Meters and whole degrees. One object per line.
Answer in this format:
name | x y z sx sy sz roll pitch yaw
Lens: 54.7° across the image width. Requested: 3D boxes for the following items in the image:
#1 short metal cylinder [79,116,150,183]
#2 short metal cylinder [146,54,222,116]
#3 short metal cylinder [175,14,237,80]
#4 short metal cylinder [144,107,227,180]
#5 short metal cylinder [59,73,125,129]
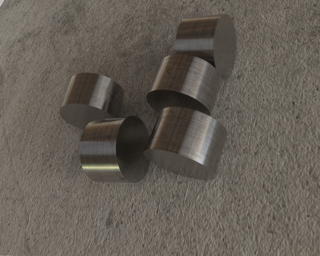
short metal cylinder | -0.052 0.027 0.380 0.050 0.080 0.080 -4 60 26
short metal cylinder | 0.030 -0.045 0.381 0.080 0.080 0.050 7 65 31
short metal cylinder | 0.061 -0.103 0.400 0.050 0.080 0.080 7 65 31
short metal cylinder | 0.028 0.019 0.342 0.080 0.080 0.050 8 66 31
short metal cylinder | -0.095 -0.034 0.440 0.080 0.080 0.050 -5 60 26
